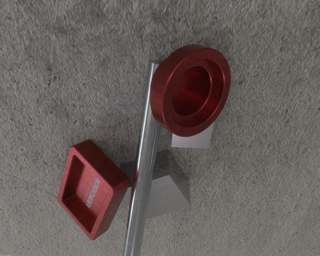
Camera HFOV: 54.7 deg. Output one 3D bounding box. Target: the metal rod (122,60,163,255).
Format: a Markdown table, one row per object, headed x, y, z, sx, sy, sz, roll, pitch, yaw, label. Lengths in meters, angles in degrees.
| x | y | z | sx | sy | sz | roll | pitch | yaw | label |
| --- | --- | --- | --- | --- | --- | --- | --- | --- | --- |
| -0.022 | 0.063 | 0.403 | 0.025 | 0.025 | 0.298 | 7 | 112 | -6 | metal rod |

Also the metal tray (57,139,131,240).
| x | y | z | sx | sy | sz | roll | pitch | yaw | label |
| --- | --- | --- | --- | --- | --- | --- | --- | --- | --- |
| -0.100 | 0.091 | 0.446 | 0.090 | 0.030 | 0.129 | 42 | 130 | 19 | metal tray |

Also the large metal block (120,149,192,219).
| x | y | z | sx | sy | sz | roll | pitch | yaw | label |
| --- | --- | --- | --- | --- | --- | --- | --- | --- | --- |
| -0.007 | 0.087 | 0.465 | 0.080 | 0.050 | 0.080 | -20 | 128 | 16 | large metal block |

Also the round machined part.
| x | y | z | sx | sy | sz | roll | pitch | yaw | label |
| --- | --- | --- | --- | --- | --- | --- | --- | --- | --- |
| 0.028 | -0.043 | 0.339 | 0.099 | 0.042 | 0.097 | -21 | 125 | -32 | round machined part |

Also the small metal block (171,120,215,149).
| x | y | z | sx | sy | sz | roll | pitch | yaw | label |
| --- | --- | --- | --- | --- | --- | --- | --- | --- | --- |
| 0.041 | 0.000 | 0.407 | 0.050 | 0.025 | 0.050 | 2 | 130 | -3 | small metal block |
